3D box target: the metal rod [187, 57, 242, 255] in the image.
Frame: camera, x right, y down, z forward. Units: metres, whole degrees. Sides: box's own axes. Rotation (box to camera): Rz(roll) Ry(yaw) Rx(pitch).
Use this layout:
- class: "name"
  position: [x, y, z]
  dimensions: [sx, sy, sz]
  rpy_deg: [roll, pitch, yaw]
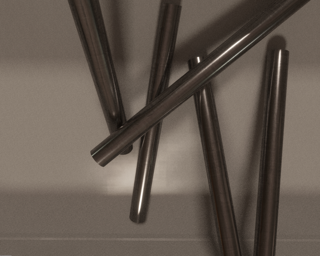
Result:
- class: "metal rod"
  position: [0.070, 0.063, 0.374]
  dimensions: [0.025, 0.025, 0.298]
  rpy_deg: [-9, 87, 3]

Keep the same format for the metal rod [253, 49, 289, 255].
- class: "metal rod"
  position: [0.134, 0.055, 0.376]
  dimensions: [0.025, 0.025, 0.298]
  rpy_deg: [5, 88, -2]

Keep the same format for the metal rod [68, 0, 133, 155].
- class: "metal rod"
  position: [-0.060, -0.067, 0.307]
  dimensions: [0.025, 0.025, 0.298]
  rpy_deg: [-5, 141, 1]

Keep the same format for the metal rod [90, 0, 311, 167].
- class: "metal rod"
  position: [0.042, -0.057, 0.356]
  dimensions: [0.300, 0.025, 0.025]
  rpy_deg: [-39, 106, 5]

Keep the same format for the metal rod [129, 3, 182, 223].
- class: "metal rod"
  position: [-0.010, -0.005, 0.409]
  dimensions: [0.025, 0.025, 0.298]
  rpy_deg: [8, 110, -4]
